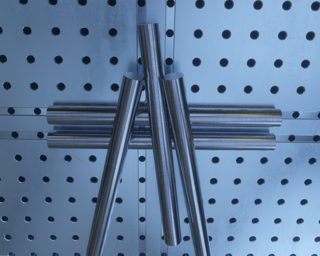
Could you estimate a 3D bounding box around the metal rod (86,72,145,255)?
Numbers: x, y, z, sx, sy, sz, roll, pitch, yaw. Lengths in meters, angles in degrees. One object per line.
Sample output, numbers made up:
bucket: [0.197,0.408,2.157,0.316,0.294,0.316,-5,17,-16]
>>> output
metal rod: [-0.066,0.069,0.418,0.025,0.025,0.298,13,117,-5]

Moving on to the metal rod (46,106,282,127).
metal rod: [0.007,-0.015,0.408,0.302,0.025,0.025,1,110,-1]

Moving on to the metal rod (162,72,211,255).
metal rod: [0.041,0.071,0.420,0.025,0.025,0.298,-10,117,3]

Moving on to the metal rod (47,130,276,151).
metal rod: [0.003,0.017,0.420,0.302,0.025,0.025,1,110,-1]

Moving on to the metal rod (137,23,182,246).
metal rod: [0.003,0.023,0.396,0.025,0.025,0.298,-6,110,2]
